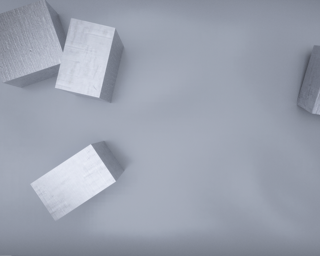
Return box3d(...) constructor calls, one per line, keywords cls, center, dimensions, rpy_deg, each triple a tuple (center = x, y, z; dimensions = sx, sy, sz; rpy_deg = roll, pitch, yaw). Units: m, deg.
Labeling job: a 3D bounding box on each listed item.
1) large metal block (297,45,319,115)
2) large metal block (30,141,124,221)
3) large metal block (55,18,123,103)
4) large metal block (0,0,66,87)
box3d(cls="large metal block", center=(0.232, -0.056, 0.390), dimensions=(0.080, 0.050, 0.079), rpy_deg=(9, 107, 0))
box3d(cls="large metal block", center=(-0.096, 0.060, 0.383), dimensions=(0.080, 0.080, 0.050), rpy_deg=(-34, 90, 0))
box3d(cls="large metal block", center=(-0.083, -0.078, 0.383), dimensions=(0.050, 0.080, 0.080), rpy_deg=(13, 90, 0))
box3d(cls="large metal block", center=(-0.164, -0.105, 0.397), dimensions=(0.080, 0.050, 0.080), rpy_deg=(-19, 90, 0))
